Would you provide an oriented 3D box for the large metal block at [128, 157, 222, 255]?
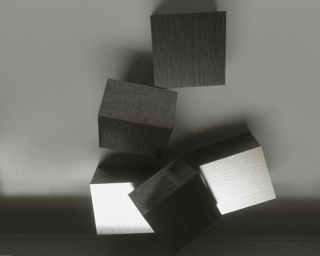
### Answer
[{"bbox_3d":[0.020,0.098,0.392,0.080,0.050,0.080,-36,119,-11],"label":"large metal block"}]

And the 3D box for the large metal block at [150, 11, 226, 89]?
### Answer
[{"bbox_3d":[0.032,-0.093,0.364,0.080,0.050,0.079,-3,110,1],"label":"large metal block"}]

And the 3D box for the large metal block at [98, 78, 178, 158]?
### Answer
[{"bbox_3d":[-0.028,-0.008,0.373,0.081,0.050,0.080,11,150,-4],"label":"large metal block"}]

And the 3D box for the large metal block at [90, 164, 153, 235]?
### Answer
[{"bbox_3d":[-0.048,0.099,0.434,0.080,0.050,0.079,-3,110,1],"label":"large metal block"}]

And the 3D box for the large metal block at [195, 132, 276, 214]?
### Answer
[{"bbox_3d":[0.101,0.062,0.421,0.080,0.050,0.080,-19,109,6],"label":"large metal block"}]
